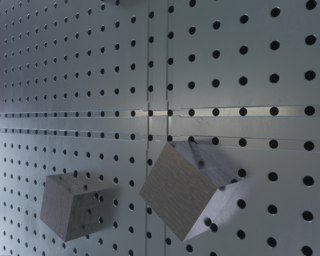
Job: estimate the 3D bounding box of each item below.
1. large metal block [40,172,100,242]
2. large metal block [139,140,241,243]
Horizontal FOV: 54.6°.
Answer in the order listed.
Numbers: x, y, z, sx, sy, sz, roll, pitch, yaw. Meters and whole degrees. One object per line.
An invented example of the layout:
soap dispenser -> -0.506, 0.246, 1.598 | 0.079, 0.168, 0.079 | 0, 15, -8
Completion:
large metal block -> -0.153, 0.129, 0.522 | 0.080, 0.050, 0.080 | 21, 103, 38
large metal block -> 0.032, 0.071, 0.367 | 0.080, 0.050, 0.080 | 41, 115, 32
